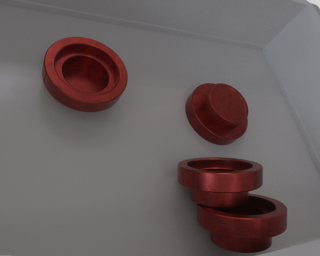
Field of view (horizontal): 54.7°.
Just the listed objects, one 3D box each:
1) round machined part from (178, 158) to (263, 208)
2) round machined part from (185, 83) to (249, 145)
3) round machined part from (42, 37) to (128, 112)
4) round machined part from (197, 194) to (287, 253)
[{"bbox_3d":[0.070,0.064,0.368,0.099,0.098,0.042,-3,95,-30],"label":"round machined part"},{"bbox_3d":[0.091,-0.027,0.460,0.099,0.042,0.098,14,56,-21],"label":"round machined part"},{"bbox_3d":[-0.093,-0.061,0.381,0.099,0.042,0.098,14,56,-21],"label":"round machined part"},{"bbox_3d":[0.092,0.107,0.352,0.099,0.098,0.042,-2,93,-29],"label":"round machined part"}]
